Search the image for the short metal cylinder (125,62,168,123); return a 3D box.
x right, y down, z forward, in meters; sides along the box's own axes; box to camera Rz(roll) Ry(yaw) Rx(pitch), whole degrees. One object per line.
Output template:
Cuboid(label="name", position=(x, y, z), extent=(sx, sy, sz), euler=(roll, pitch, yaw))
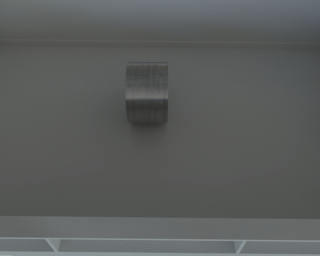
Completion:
Cuboid(label="short metal cylinder", position=(-0.016, -0.046, 0.405), extent=(0.050, 0.080, 0.080), euler=(0, 50, 0))
